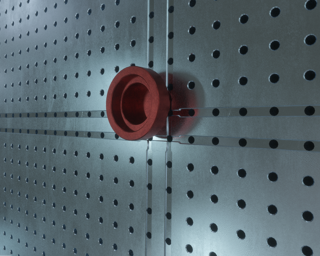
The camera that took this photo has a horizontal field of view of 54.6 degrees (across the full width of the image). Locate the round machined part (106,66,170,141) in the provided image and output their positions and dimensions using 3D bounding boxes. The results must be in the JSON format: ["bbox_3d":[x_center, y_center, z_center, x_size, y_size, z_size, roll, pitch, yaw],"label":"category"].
[{"bbox_3d":[-0.025,-0.032,0.420,0.098,0.042,0.097,0,90,40],"label":"round machined part"}]
